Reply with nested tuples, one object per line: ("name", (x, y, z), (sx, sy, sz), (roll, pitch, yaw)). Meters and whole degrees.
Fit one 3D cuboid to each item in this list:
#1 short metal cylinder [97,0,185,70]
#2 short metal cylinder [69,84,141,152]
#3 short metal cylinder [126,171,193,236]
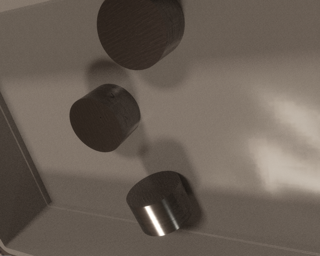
("short metal cylinder", (-0.020, -0.109, 0.334), (0.080, 0.050, 0.079), (13, 124, 20))
("short metal cylinder", (-0.074, -0.014, 0.421), (0.080, 0.050, 0.079), (13, 124, 20))
("short metal cylinder", (0.000, 0.104, 0.436), (0.080, 0.080, 0.050), (-12, 113, 33))
